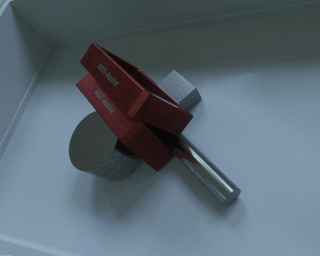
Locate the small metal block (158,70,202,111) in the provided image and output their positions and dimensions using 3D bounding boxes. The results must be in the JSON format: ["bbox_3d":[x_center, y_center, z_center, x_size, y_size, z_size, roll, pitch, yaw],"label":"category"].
[{"bbox_3d":[0.019,-0.043,0.419,0.050,0.025,0.050,-42,51,-1],"label":"small metal block"}]

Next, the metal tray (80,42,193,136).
[{"bbox_3d":[-0.030,-0.048,0.373,0.030,0.090,0.130,-54,50,12],"label":"metal tray"}]

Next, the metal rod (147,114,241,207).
[{"bbox_3d":[-0.008,-0.011,0.415,0.025,0.025,0.300,-43,51,-2],"label":"metal rod"}]

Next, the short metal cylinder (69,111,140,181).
[{"bbox_3d":[-0.070,0.023,0.401,0.080,0.050,0.080,-14,61,28],"label":"short metal cylinder"}]

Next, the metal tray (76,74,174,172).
[{"bbox_3d":[-0.045,-0.011,0.391,0.030,0.090,0.130,-43,51,-1],"label":"metal tray"}]
